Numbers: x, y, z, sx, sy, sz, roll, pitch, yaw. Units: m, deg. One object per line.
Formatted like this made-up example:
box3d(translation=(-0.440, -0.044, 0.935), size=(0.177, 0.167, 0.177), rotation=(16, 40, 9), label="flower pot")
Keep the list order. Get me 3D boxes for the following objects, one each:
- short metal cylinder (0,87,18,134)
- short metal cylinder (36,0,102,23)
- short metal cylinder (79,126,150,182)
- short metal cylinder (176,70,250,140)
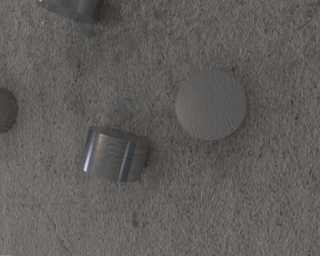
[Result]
box3d(translation=(-0.278, -0.029, 0.494), size=(0.080, 0.050, 0.080), rotation=(0, 90, 20), label="short metal cylinder")
box3d(translation=(-0.121, -0.181, 0.423), size=(0.080, 0.080, 0.050), rotation=(18, 96, 19), label="short metal cylinder")
box3d(translation=(-0.058, 0.032, 0.400), size=(0.080, 0.080, 0.050), rotation=(17, 96, 19), label="short metal cylinder")
box3d(translation=(0.065, -0.026, 0.373), size=(0.080, 0.050, 0.080), rotation=(0, 90, 20), label="short metal cylinder")
